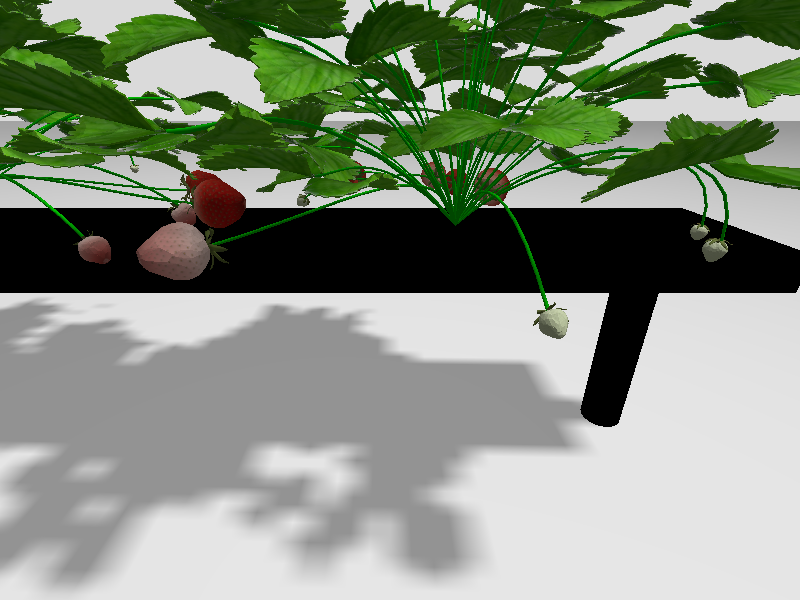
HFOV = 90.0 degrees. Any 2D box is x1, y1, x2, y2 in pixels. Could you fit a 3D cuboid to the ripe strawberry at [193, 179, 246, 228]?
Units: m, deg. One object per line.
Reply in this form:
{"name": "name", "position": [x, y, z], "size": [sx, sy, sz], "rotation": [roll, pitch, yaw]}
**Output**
{"name": "ripe strawberry", "position": [-0.155, -0.084, 0.349], "size": [0.042, 0.041, 0.039], "rotation": [0, 26, 0]}

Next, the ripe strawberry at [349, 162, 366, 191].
{"name": "ripe strawberry", "position": [-0.061, -0.153, 0.497], "size": [0.035, 0.037, 0.038], "rotation": [-16, 30, -30]}

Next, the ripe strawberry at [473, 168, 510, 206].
{"name": "ripe strawberry", "position": [0.099, -0.121, 0.427], "size": [0.037, 0.039, 0.041], "rotation": [14, 28, 26]}

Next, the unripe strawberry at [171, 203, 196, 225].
{"name": "unripe strawberry", "position": [-0.186, -0.073, 0.347], "size": [0.020, 0.019, 0.018], "rotation": [-28, 22, 14]}

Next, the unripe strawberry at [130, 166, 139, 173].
{"name": "unripe strawberry", "position": [-0.374, -0.185, 0.565], "size": [0.011, 0.010, 0.010], "rotation": [3, 26, 6]}

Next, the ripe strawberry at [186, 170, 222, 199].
{"name": "ripe strawberry", "position": [-0.198, -0.114, 0.411], "size": [0.035, 0.037, 0.033], "rotation": [-8, 27, -17]}

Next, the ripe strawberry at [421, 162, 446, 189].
{"name": "ripe strawberry", "position": [0.043, -0.162, 0.518], "size": [0.032, 0.034, 0.035], "rotation": [-1, 25, -2]}

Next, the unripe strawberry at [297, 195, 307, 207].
{"name": "unripe strawberry", "position": [-0.103, -0.103, 0.419], "size": [0.013, 0.013, 0.012], "rotation": [-24, 11, 34]}

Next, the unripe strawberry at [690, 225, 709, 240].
{"name": "unripe strawberry", "position": [0.223, -0.050, 0.299], "size": [0.011, 0.011, 0.011], "rotation": [8, 27, 17]}

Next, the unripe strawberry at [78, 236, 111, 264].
{"name": "unripe strawberry", "position": [-0.201, -0.032, 0.266], "size": [0.019, 0.019, 0.018], "rotation": [-50, -5, 36]}

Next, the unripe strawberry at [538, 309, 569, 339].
{"name": "unripe strawberry", "position": [0.069, 0.011, 0.180], "size": [0.013, 0.014, 0.014], "rotation": [-3, 38, -5]}

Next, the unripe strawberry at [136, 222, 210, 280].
{"name": "unripe strawberry", "position": [-0.134, -0.028, 0.237], "size": [0.037, 0.032, 0.037], "rotation": [-17, 30, -30]}

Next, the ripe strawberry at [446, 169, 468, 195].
{"name": "ripe strawberry", "position": [0.067, -0.141, 0.478], "size": [0.029, 0.031, 0.031], "rotation": [3, 25, 6]}
